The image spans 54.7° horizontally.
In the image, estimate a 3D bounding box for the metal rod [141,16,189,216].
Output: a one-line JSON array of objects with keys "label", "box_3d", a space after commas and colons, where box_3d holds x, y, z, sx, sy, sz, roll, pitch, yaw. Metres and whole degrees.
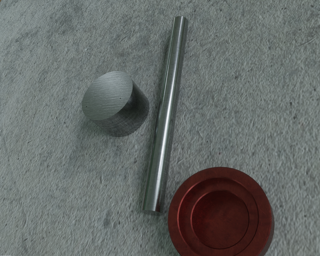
[{"label": "metal rod", "box_3d": [0.012, -0.035, 0.418, 0.025, 0.025, 0.299, -5, 59, 25]}]

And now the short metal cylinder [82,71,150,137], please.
[{"label": "short metal cylinder", "box_3d": [-0.062, -0.034, 0.439, 0.080, 0.050, 0.080, -13, 56, 20]}]

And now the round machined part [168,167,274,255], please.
[{"label": "round machined part", "box_3d": [0.061, 0.091, 0.305, 0.098, 0.042, 0.098, -13, 56, 20]}]
